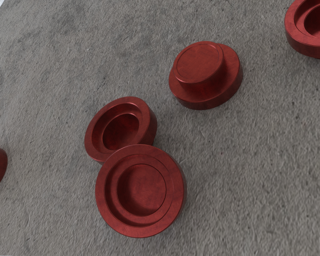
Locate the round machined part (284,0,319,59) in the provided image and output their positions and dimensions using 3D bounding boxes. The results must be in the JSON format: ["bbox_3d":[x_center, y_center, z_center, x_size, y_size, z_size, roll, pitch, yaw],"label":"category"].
[{"bbox_3d":[0.200,-0.119,0.361,0.098,0.042,0.098,-13,56,21],"label":"round machined part"}]

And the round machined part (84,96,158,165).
[{"bbox_3d":[-0.047,0.009,0.409,0.098,0.042,0.098,-16,51,21],"label":"round machined part"}]

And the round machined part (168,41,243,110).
[{"bbox_3d":[0.056,-0.076,0.410,0.098,0.042,0.098,-13,56,21],"label":"round machined part"}]

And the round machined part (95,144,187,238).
[{"bbox_3d":[-0.018,0.069,0.346,0.098,0.042,0.098,-2,80,13],"label":"round machined part"}]

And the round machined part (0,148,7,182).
[{"bbox_3d":[-0.307,0.069,0.513,0.098,0.042,0.098,-13,56,21],"label":"round machined part"}]
